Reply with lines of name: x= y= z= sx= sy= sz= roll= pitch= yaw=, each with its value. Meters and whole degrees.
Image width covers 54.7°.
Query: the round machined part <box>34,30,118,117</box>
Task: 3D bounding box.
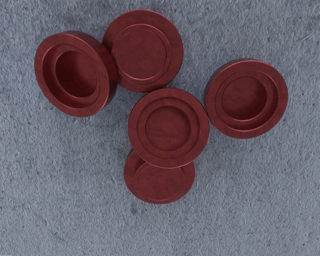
round machined part: x=-0.094 y=-0.065 z=0.365 sx=0.098 sy=0.042 sz=0.097 roll=10 pitch=119 yaw=18

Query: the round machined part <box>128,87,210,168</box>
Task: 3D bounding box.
round machined part: x=0.010 y=0.000 z=0.391 sx=0.099 sy=0.042 sz=0.097 roll=0 pitch=87 yaw=-3

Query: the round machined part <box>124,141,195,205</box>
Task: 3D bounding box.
round machined part: x=-0.001 y=0.064 z=0.425 sx=0.099 sy=0.042 sz=0.097 roll=0 pitch=110 yaw=-1

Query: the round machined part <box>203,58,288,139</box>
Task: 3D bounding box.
round machined part: x=0.104 y=-0.039 z=0.389 sx=0.099 sy=0.042 sz=0.097 roll=0 pitch=110 yaw=-1

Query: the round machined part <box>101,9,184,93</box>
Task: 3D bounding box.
round machined part: x=-0.021 y=-0.089 z=0.368 sx=0.099 sy=0.042 sz=0.097 roll=0 pitch=110 yaw=-1
